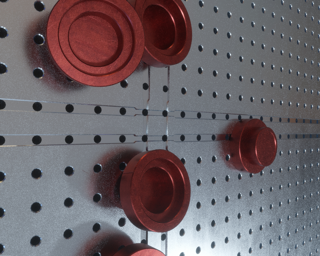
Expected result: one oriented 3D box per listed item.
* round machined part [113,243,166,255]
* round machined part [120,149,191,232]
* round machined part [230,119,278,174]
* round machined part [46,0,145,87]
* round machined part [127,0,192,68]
[{"bbox_3d":[-0.035,0.188,0.371,0.099,0.042,0.097,0,90,-40],"label":"round machined part"},{"bbox_3d":[-0.010,0.077,0.385,0.099,0.042,0.098,12,73,-41],"label":"round machined part"},{"bbox_3d":[0.170,0.032,0.544,0.099,0.042,0.097,0,90,-40],"label":"round machined part"},{"bbox_3d":[-0.069,-0.093,0.328,0.099,0.042,0.097,-3,99,-21],"label":"round machined part"},{"bbox_3d":[-0.007,-0.125,0.390,0.099,0.042,0.097,3,85,-44],"label":"round machined part"}]
